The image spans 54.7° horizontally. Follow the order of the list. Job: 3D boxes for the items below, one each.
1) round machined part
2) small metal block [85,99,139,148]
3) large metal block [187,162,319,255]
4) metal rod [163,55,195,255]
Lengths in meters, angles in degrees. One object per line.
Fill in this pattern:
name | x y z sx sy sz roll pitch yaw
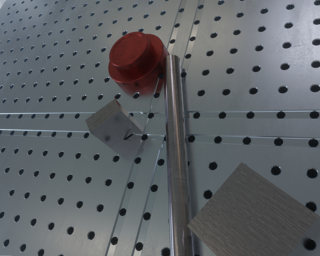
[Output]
round machined part | -0.040 -0.112 0.487 0.098 0.042 0.098 -13 56 21
small metal block | -0.065 -0.005 0.430 0.050 0.050 0.025 -35 51 5
large metal block | 0.087 0.093 0.289 0.080 0.050 0.080 -48 51 -6
metal rod | 0.020 0.027 0.380 0.025 0.025 0.299 -15 56 20
